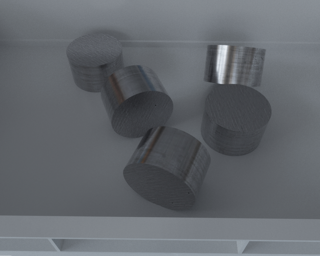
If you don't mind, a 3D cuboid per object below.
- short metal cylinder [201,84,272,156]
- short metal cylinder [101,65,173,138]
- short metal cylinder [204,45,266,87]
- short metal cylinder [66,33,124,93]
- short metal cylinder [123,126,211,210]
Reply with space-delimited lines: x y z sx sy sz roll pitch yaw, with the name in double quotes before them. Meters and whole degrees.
"short metal cylinder" 0.095 -0.011 0.398 0.081 0.050 0.080 0 51 0
"short metal cylinder" -0.030 -0.033 0.397 0.081 0.080 0.050 -17 52 -14
"short metal cylinder" 0.105 -0.088 0.439 0.081 0.050 0.080 5 13 -1
"short metal cylinder" -0.096 -0.100 0.472 0.080 0.050 0.080 0 50 0
"short metal cylinder" 0.008 0.044 0.332 0.080 0.080 0.050 18 53 14
